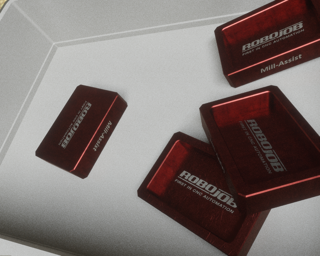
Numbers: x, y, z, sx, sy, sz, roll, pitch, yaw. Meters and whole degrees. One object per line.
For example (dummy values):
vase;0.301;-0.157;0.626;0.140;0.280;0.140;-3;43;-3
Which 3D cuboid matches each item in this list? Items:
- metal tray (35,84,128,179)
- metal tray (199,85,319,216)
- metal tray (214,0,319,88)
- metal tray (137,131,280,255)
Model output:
metal tray;-0.117;0.001;0.464;0.090;0.030;0.130;16;70;34
metal tray;0.100;0.014;0.309;0.090;0.030;0.130;-16;41;1
metal tray;0.140;-0.114;0.390;0.130;0.030;0.090;-19;54;23
metal tray;0.049;0.067;0.335;0.130;0.030;0.090;24;74;36
